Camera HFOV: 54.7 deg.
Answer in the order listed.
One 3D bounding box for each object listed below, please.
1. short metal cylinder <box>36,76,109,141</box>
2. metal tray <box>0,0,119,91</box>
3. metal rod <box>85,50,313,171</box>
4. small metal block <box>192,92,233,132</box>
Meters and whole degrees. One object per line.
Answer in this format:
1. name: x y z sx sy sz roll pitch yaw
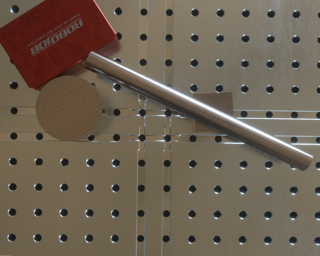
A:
1. short metal cylinder: -0.110 -0.024 0.399 0.081 0.050 0.079 0 90 -1
2. metal tray: -0.133 -0.119 0.409 0.130 0.030 0.090 -32 90 -1
3. metal rod: 0.048 -0.021 0.389 0.301 0.025 0.025 25 90 0
4. small metal block: 0.070 -0.021 0.414 0.050 0.025 0.050 -3 90 -1
